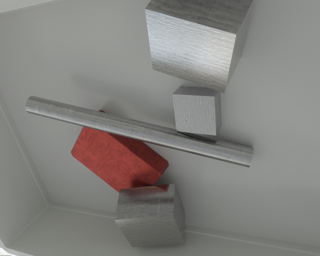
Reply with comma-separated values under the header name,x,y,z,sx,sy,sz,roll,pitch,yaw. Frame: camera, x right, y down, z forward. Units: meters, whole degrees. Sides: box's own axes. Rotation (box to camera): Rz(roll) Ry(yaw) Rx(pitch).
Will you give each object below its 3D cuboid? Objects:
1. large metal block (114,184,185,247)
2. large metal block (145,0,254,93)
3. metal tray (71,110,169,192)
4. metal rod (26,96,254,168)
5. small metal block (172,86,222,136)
name,x,y,z,sx,sy,sz,roll,pitch,yaw
large metal block,-0.011,0.129,0.450,0.080,0.050,0.080,-8,132,12
large metal block,0.037,-0.088,0.297,0.080,0.050,0.080,21,155,15
metal tray,-0.063,0.046,0.465,0.130,0.030,0.089,38,129,2
metal rod,-0.034,0.002,0.401,0.301,0.025,0.025,13,124,11
small metal block,0.045,-0.021,0.371,0.050,0.025,0.050,6,121,24
